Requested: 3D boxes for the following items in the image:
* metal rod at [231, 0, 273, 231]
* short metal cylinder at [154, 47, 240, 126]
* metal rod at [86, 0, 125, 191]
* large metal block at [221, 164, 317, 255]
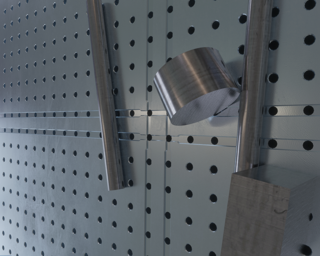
[{"bbox_3d":[0.098,-0.039,0.328,0.025,0.025,0.298,7,94,40],"label":"metal rod"},{"bbox_3d":[0.040,-0.043,0.341,0.080,0.081,0.050,-35,69,34],"label":"short metal cylinder"},{"bbox_3d":[-0.085,-0.055,0.479,0.025,0.025,0.298,-13,82,39],"label":"metal rod"},{"bbox_3d":[0.103,0.082,0.289,0.050,0.081,0.079,11,97,39],"label":"large metal block"}]
